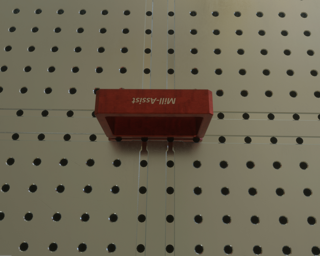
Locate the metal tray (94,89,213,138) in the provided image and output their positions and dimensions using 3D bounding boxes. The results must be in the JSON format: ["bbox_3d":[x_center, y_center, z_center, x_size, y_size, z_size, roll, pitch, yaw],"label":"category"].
[{"bbox_3d":[-0.006,-0.015,0.382,0.131,0.090,0.030,0,70,0],"label":"metal tray"}]
